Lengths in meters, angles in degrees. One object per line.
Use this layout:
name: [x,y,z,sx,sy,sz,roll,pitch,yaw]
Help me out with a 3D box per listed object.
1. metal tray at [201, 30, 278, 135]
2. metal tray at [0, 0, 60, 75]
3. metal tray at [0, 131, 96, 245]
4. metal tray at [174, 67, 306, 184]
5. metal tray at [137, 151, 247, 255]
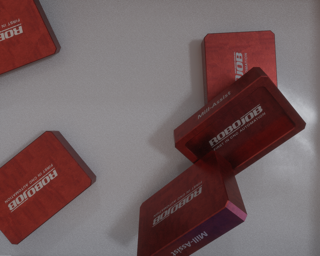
metal tray: [0.105,-0.058,0.409,0.091,0.030,0.129,-3,90,0]
metal tray: [-0.207,-0.117,0.393,0.131,0.030,0.090,-21,109,0]
metal tray: [-0.163,0.076,0.408,0.130,0.030,0.090,-39,90,0]
metal tray: [0.093,0.002,0.373,0.130,0.030,0.090,-39,114,19]
metal tray: [0.030,0.095,0.356,0.030,0.090,0.130,40,114,-22]
